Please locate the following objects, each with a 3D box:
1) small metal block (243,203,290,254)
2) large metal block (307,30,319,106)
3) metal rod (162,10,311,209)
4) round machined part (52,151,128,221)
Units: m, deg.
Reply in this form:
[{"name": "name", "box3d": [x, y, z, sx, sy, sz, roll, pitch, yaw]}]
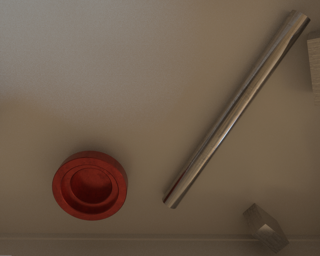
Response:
[{"name": "small metal block", "box3d": [0.154, 0.146, 0.454, 0.050, 0.050, 0.025, 39, 105, -14]}, {"name": "large metal block", "box3d": [0.220, -0.075, 0.357, 0.080, 0.050, 0.080, -5, 113, 31]}, {"name": "metal rod", "box3d": [0.090, -0.012, 0.408, 0.025, 0.025, 0.298, 29, 107, -11]}, {"name": "round machined part", "box3d": [-0.093, 0.075, 0.429, 0.099, 0.042, 0.097, 0, 110, -1]}]
